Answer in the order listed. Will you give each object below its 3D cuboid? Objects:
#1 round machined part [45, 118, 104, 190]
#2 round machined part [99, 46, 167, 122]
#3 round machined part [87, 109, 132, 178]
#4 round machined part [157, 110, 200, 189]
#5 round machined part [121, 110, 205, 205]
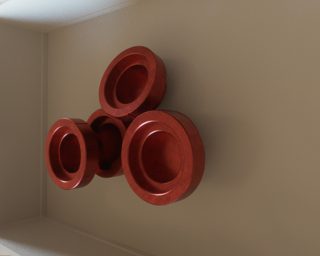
[{"bbox_3d":[-0.117,0.035,0.436,0.098,0.042,0.097,0,90,40],"label":"round machined part"},{"bbox_3d":[-0.031,-0.054,0.407,0.098,0.042,0.098,-15,63,33],"label":"round machined part"},{"bbox_3d":[-0.065,0.021,0.448,0.098,0.042,0.097,0,90,40],"label":"round machined part"},{"bbox_3d":[0.012,0.027,0.385,0.098,0.042,0.097,0,90,40],"label":"round machined part"},{"bbox_3d":[0.007,0.030,0.334,0.098,0.042,0.097,0,90,40],"label":"round machined part"}]
